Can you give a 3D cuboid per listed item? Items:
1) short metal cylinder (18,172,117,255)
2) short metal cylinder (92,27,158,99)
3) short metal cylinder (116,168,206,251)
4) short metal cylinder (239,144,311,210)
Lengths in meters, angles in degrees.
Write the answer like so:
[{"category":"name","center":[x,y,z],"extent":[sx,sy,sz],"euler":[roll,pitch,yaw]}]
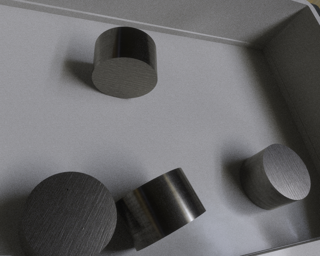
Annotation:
[{"category":"short metal cylinder","center":[-0.087,0.087,0.289],"extent":[0.081,0.050,0.080],"euler":[14,56,-21]},{"category":"short metal cylinder","center":[-0.044,-0.081,0.396],"extent":[0.081,0.080,0.050],"euler":[11,57,-22]},{"category":"short metal cylinder","center":[0.000,0.083,0.320],"extent":[0.081,0.080,0.050],"euler":[-20,73,-35]},{"category":"short metal cylinder","center":[0.160,0.069,0.433],"extent":[0.081,0.050,0.080],"euler":[14,56,-21]}]
